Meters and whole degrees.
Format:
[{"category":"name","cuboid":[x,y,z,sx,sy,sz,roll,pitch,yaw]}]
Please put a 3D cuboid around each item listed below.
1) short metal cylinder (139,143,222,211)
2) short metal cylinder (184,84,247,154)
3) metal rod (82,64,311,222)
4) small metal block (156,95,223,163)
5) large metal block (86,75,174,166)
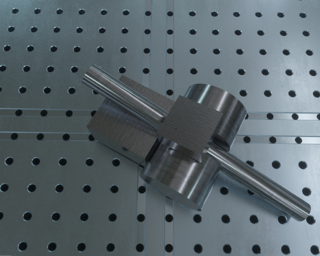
[{"category":"short metal cylinder","cuboid":[0.024,0.054,0.359,0.080,0.080,0.050,28,73,10]},{"category":"short metal cylinder","cuboid":[0.059,-0.010,0.384,0.080,0.080,0.050,26,72,9]},{"category":"metal rod","cuboid":[0.046,0.020,0.359,0.301,0.025,0.025,33,73,-5]},{"category":"small metal block","cuboid":[0.032,0.000,0.324,0.050,0.025,0.050,25,72,17]},{"category":"large metal block","cuboid":[-0.032,-0.008,0.395,0.080,0.050,0.080,28,72,9]}]
